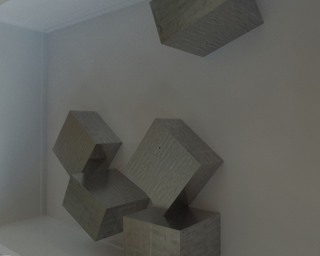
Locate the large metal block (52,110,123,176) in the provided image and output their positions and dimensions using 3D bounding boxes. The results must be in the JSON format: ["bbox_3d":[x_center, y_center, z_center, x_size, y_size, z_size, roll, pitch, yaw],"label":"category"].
[{"bbox_3d":[-0.116,0.029,0.487,0.080,0.050,0.080,45,117,30],"label":"large metal block"}]

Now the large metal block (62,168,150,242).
[{"bbox_3d":[-0.075,0.102,0.433,0.080,0.081,0.050,32,110,35],"label":"large metal block"}]

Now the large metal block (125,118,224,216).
[{"bbox_3d":[0.015,0.044,0.378,0.080,0.050,0.080,46,118,30],"label":"large metal block"}]

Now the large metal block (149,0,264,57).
[{"bbox_3d":[0.050,-0.123,0.330,0.080,0.081,0.050,-24,75,37],"label":"large metal block"}]

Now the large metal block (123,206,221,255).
[{"bbox_3d":[0.015,0.125,0.359,0.080,0.081,0.050,0,90,40],"label":"large metal block"}]
